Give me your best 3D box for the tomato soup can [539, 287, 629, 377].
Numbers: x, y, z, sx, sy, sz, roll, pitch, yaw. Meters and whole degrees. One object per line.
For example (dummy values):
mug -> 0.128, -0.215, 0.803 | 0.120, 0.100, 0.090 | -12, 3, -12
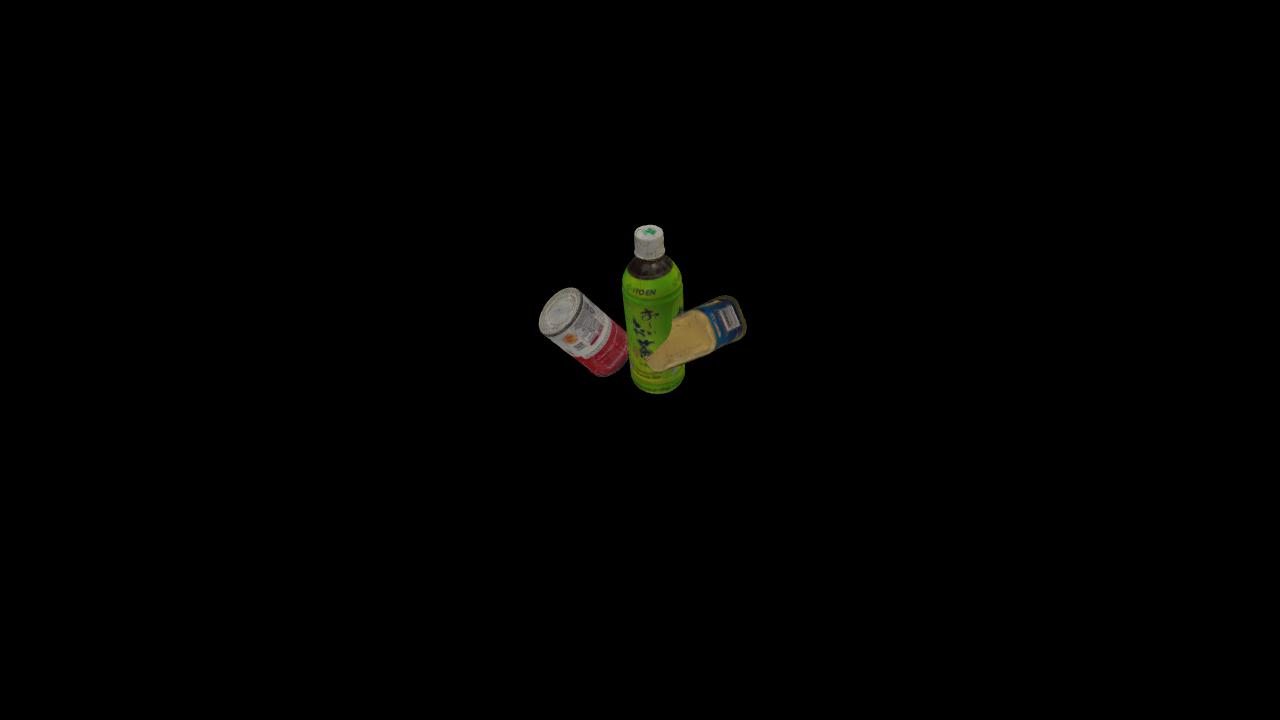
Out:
tomato soup can -> -0.065, -0.032, 0.737 | 0.068, 0.068, 0.101 | 0, -29, 41

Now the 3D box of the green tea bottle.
green tea bottle -> 0.015, -0.056, 0.708 | 0.073, 0.212, 0.073 | -4, 42, 4

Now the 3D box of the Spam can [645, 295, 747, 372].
Spam can -> 0.061, -0.031, 0.721 | 0.101, 0.058, 0.085 | -22, 1, 34
